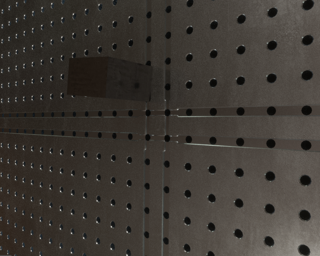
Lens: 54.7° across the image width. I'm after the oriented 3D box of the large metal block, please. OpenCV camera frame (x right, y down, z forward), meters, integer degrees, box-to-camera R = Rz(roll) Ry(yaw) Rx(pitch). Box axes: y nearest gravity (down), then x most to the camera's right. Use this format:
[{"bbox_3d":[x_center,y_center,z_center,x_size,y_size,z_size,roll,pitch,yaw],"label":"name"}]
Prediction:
[{"bbox_3d":[-0.069,-0.066,0.428,0.080,0.081,0.050,9,96,39],"label":"large metal block"}]
